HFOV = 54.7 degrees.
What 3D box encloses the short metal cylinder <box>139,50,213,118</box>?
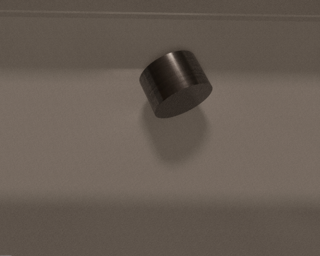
[{"bbox_3d":[0.020,-0.054,0.401,0.080,0.080,0.050,-22,72,-8],"label":"short metal cylinder"}]
